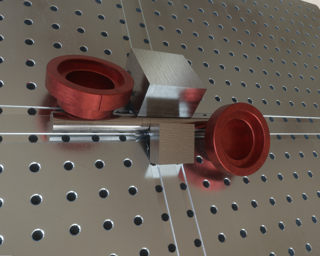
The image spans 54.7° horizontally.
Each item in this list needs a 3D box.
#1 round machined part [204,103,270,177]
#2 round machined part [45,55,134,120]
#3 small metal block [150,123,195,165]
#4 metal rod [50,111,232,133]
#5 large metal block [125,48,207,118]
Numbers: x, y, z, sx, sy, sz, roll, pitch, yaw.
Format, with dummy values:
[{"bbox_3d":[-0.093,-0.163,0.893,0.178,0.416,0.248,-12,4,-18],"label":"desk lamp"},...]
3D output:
[{"bbox_3d":[0.101,0.016,0.426,0.099,0.042,0.097,2,86,-28],"label":"round machined part"},{"bbox_3d":[-0.083,-0.046,0.364,0.099,0.042,0.098,14,31,-8],"label":"round machined part"},{"bbox_3d":[0.016,0.019,0.392,0.050,0.025,0.050,1,90,-28],"label":"small metal block"},{"bbox_3d":[0.012,-0.006,0.419,0.303,0.025,0.025,0,62,-28],"label":"metal rod"},{"bbox_3d":[0.003,-0.060,0.415,0.081,0.050,0.080,1,43,-28],"label":"large metal block"}]
